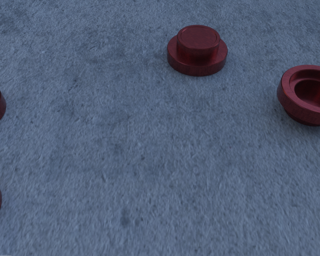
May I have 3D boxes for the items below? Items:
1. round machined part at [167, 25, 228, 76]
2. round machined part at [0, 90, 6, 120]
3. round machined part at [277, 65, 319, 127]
[{"bbox_3d":[0.061,-0.131,0.503,0.099,0.042,0.098,0,50,0],"label":"round machined part"},{"bbox_3d":[-0.267,-0.034,0.417,0.099,0.042,0.098,0,50,0],"label":"round machined part"},{"bbox_3d":[0.212,-0.041,0.429,0.099,0.042,0.098,0,50,0],"label":"round machined part"}]
